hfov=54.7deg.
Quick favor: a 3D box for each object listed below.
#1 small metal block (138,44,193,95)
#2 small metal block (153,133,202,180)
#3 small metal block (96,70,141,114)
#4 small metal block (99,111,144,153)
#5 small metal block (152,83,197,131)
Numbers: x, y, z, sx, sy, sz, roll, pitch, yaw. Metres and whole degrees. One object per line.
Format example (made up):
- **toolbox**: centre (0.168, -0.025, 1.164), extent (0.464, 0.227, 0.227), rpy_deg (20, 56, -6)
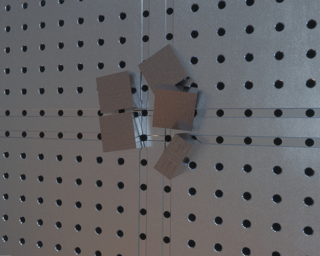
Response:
- **small metal block**: centre (0.007, -0.074, 0.409), extent (0.050, 0.025, 0.050), rpy_deg (-31, 80, 17)
- **small metal block**: centre (0.023, 0.034, 0.390), extent (0.025, 0.050, 0.050), rpy_deg (35, 101, 16)
- **small metal block**: centre (-0.058, -0.049, 0.432), extent (0.050, 0.025, 0.050), rpy_deg (-9, 87, 19)
- **small metal block**: centre (-0.054, 0.006, 0.430), extent (0.050, 0.025, 0.050), rpy_deg (-8, 87, 19)
- **small metal block**: centre (0.019, -0.026, 0.390), extent (0.050, 0.025, 0.050), rpy_deg (7, 113, 3)
